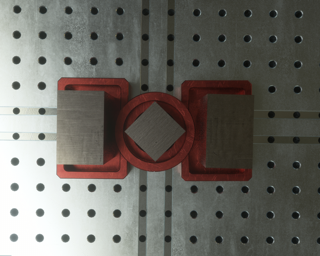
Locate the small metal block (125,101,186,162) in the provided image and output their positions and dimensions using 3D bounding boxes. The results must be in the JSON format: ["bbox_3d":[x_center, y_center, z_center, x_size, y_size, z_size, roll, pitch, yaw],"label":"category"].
[{"bbox_3d":[-0.006,0.004,0.372,0.050,0.025,0.050,45,90,0],"label":"small metal block"}]

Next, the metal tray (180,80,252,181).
[{"bbox_3d":[0.073,0.003,0.410,0.091,0.030,0.129,0,90,0],"label":"metal tray"}]

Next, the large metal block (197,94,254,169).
[{"bbox_3d":[0.075,0.003,0.373,0.050,0.080,0.080,2,90,0],"label":"large metal block"}]

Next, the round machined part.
[{"bbox_3d":[-0.006,0.005,0.396,0.099,0.042,0.097,0,90,0],"label":"round machined part"}]

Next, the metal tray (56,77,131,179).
[{"bbox_3d":[-0.086,0.000,0.409,0.091,0.030,0.129,1,90,0],"label":"metal tray"}]

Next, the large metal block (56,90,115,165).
[{"bbox_3d":[-0.085,-0.001,0.372,0.050,0.080,0.080,1,90,0],"label":"large metal block"}]
